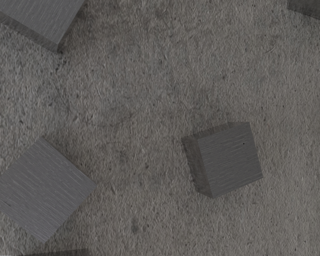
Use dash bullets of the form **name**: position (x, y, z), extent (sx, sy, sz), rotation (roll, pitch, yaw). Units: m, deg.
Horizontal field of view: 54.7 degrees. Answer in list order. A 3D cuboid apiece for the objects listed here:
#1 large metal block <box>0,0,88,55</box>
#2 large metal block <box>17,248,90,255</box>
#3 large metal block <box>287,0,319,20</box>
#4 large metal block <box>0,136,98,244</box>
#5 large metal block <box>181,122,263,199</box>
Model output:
- **large metal block**: position (-0.133, -0.142, 0.347), extent (0.080, 0.050, 0.080), rotation (30, 80, -18)
- **large metal block**: position (-0.121, 0.190, 0.351), extent (0.081, 0.050, 0.080), rotation (2, 90, -20)
- **large metal block**: position (0.255, -0.225, 0.489), extent (0.081, 0.050, 0.080), rotation (9, 87, -20)
- **large metal block**: position (-0.131, 0.065, 0.347), extent (0.080, 0.050, 0.080), rotation (45, 76, -15)
- **large metal block**: position (0.085, 0.041, 0.427), extent (0.081, 0.050, 0.080), rotation (-18, 96, -19)
